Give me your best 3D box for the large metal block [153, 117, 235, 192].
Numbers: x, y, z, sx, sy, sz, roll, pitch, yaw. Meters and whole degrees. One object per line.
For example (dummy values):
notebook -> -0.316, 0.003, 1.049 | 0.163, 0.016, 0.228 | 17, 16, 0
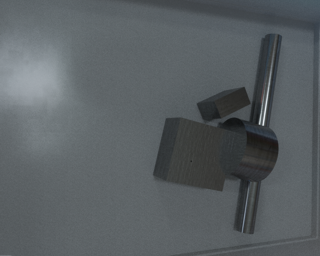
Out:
large metal block -> 0.045, 0.035, 0.415 | 0.081, 0.050, 0.080 | 14, 85, -20

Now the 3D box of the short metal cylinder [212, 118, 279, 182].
short metal cylinder -> 0.114, 0.030, 0.425 | 0.050, 0.080, 0.080 | 15, 85, -20

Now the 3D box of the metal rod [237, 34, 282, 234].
metal rod -> 0.150, 0.006, 0.467 | 0.025, 0.025, 0.298 | 11, 86, -20

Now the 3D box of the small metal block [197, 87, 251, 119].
small metal block -> 0.088, -0.034, 0.431 | 0.050, 0.050, 0.025 | -25, 99, -19
